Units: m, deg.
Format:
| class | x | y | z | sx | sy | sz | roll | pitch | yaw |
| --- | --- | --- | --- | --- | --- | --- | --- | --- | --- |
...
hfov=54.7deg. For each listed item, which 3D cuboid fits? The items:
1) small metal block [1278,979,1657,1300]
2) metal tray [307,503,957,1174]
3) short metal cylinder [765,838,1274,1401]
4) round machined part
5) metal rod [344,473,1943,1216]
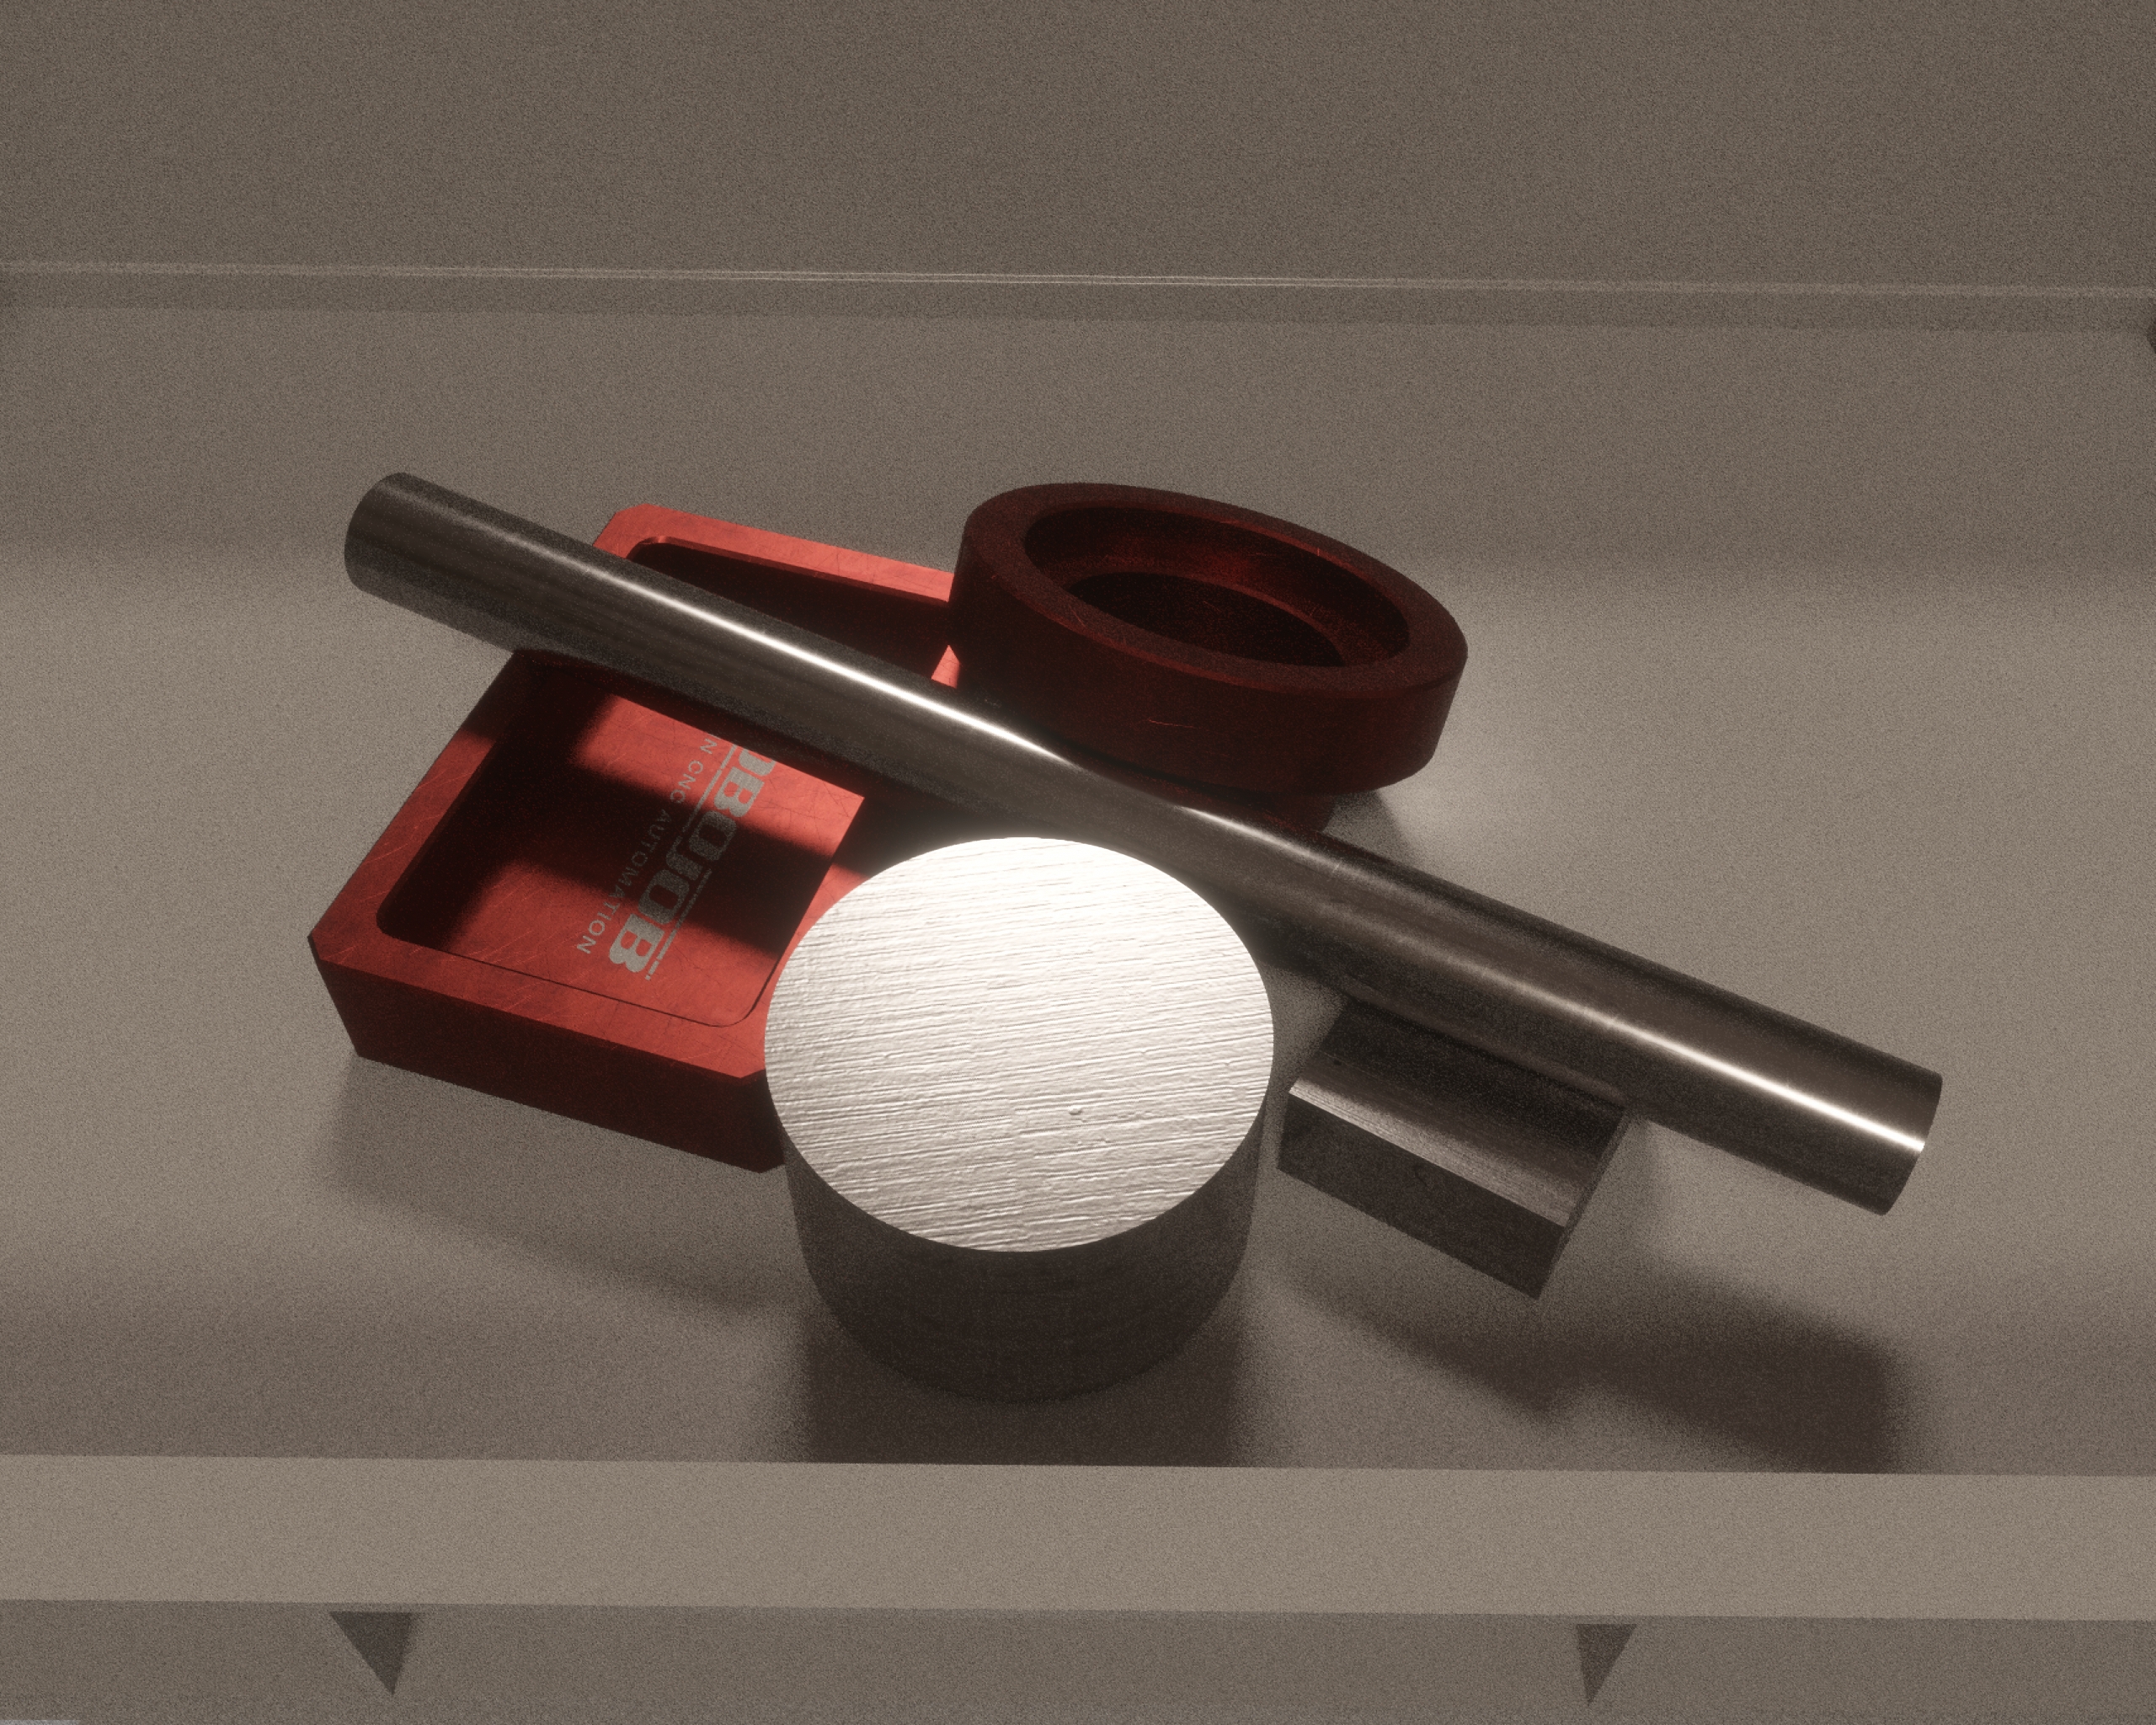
| class | x | y | z | sx | sy | sz | roll | pitch | yaw |
| --- | --- | --- | --- | --- | --- | --- | --- | --- | --- |
| small metal block | 0.070 | 0.041 | 0.369 | 0.050 | 0.025 | 0.050 | 25 | 54 | 19 |
| metal tray | -0.074 | -0.011 | 0.406 | 0.090 | 0.030 | 0.130 | 14 | 51 | 11 |
| short metal cylinder | -0.009 | 0.042 | 0.350 | 0.081 | 0.050 | 0.080 | 0 | 50 | 0 |
| round machined part | 0.022 | -0.036 | 0.406 | 0.099 | 0.042 | 0.098 | 12 | 27 | -6 |
| metal rod | -0.001 | -0.010 | 0.373 | 0.301 | 0.025 | 0.025 | 22 | 53 | 14 |
